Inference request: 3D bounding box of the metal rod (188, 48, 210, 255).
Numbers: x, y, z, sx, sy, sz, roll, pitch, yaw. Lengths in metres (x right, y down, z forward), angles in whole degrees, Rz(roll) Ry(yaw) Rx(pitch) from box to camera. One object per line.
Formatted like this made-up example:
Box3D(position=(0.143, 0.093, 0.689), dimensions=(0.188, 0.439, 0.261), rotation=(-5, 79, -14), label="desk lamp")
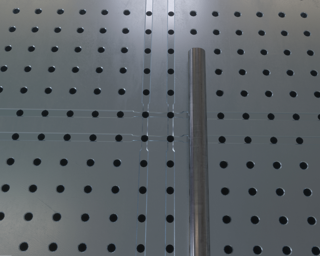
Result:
Box3D(position=(0.049, 0.030, 0.400), dimensions=(0.025, 0.025, 0.299), rotation=(2, 70, 1), label="metal rod")
